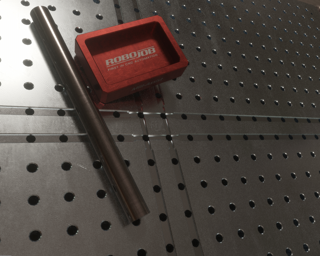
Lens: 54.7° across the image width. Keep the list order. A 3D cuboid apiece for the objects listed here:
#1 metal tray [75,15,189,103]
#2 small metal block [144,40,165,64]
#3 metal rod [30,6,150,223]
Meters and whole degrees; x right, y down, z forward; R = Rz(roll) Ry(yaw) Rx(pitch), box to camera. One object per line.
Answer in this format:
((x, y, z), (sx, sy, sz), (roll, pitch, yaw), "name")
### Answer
((-0.038, -0.097, 0.424), (0.131, 0.030, 0.090), (-23, 77, -23), "metal tray")
((-0.001, -0.114, 0.479), (0.050, 0.025, 0.050), (-35, 82, -39), "small metal block")
((-0.092, -0.028, 0.376), (0.025, 0.025, 0.299), (-18, 71, -35), "metal rod")
